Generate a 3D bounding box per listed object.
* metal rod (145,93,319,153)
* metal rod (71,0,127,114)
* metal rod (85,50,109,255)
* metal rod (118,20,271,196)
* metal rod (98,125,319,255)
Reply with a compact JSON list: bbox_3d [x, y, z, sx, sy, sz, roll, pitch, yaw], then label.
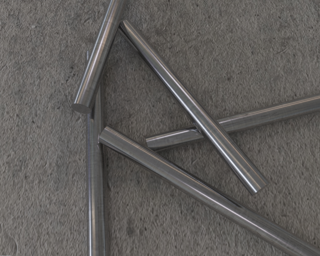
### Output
[{"bbox_3d":[0.129,-0.013,0.413,0.302,0.025,0.025,-14,71,-5],"label":"metal rod"},{"bbox_3d":[-0.070,-0.155,0.447,0.025,0.025,0.300,10,64,3],"label":"metal rod"},{"bbox_3d":[-0.081,0.034,0.394,0.025,0.025,0.299,-5,70,-2],"label":"metal rod"},{"bbox_3d":[0.030,-0.042,0.402,0.025,0.025,0.300,-32,66,-11],"label":"metal rod"},{"bbox_3d":[0.060,0.082,0.368,0.301,0.025,0.025,30,73,6],"label":"metal rod"}]
